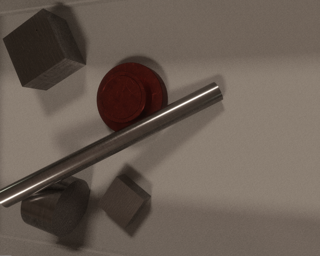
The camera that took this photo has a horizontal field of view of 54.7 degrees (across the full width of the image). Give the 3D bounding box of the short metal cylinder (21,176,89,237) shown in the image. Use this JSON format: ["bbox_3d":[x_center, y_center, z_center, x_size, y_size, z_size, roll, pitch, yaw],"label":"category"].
[{"bbox_3d":[-0.143,0.103,0.430,0.050,0.080,0.079,14,95,19],"label":"short metal cylinder"}]

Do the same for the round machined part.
[{"bbox_3d":[-0.043,-0.040,0.415,0.098,0.042,0.097,0,90,19],"label":"round machined part"}]

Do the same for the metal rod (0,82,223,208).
[{"bbox_3d":[-0.062,0.021,0.388,0.301,0.025,0.025,-27,81,1],"label":"metal rod"}]

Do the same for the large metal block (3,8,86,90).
[{"bbox_3d":[-0.169,-0.112,0.455,0.080,0.050,0.080,-28,81,17],"label":"large metal block"}]

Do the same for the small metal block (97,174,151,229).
[{"bbox_3d":[-0.049,0.100,0.427,0.050,0.025,0.050,37,102,16],"label":"small metal block"}]
